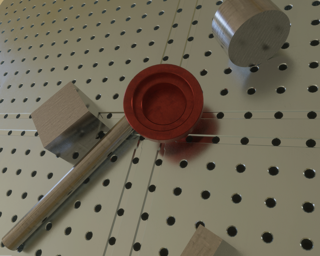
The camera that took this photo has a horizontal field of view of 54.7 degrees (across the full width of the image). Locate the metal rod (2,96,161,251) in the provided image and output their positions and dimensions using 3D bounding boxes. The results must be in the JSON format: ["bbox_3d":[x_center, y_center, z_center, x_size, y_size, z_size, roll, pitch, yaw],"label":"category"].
[{"bbox_3d":[-0.097,0.048,0.427,0.300,0.025,0.025,-46,51,-4],"label":"metal rod"}]

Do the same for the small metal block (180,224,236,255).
[{"bbox_3d":[0.042,0.125,0.293,0.025,0.050,0.050,26,76,37],"label":"small metal block"}]

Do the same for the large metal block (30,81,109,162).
[{"bbox_3d":[-0.138,-0.011,0.469,0.080,0.050,0.080,-40,51,1],"label":"large metal block"}]

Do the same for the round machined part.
[{"bbox_3d":[0.006,-0.029,0.396,0.099,0.042,0.098,-2,77,8],"label":"round machined part"}]

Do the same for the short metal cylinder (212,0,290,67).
[{"bbox_3d":[0.113,-0.124,0.389,0.080,0.080,0.050,-29,52,10],"label":"short metal cylinder"}]
